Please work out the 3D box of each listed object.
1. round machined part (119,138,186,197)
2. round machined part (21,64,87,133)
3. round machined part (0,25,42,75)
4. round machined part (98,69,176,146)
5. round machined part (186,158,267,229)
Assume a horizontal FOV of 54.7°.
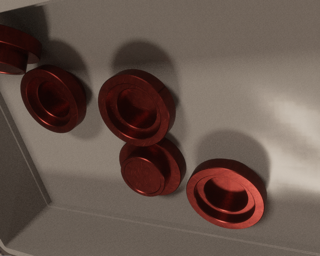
[{"bbox_3d":[-0.016,0.058,0.441,0.098,0.042,0.097,13,124,20],"label":"round machined part"},{"bbox_3d":[-0.146,-0.045,0.445,0.098,0.042,0.097,13,124,20],"label":"round machined part"},{"bbox_3d":[-0.209,-0.099,0.405,0.098,0.098,0.042,3,84,26],"label":"round machined part"},{"bbox_3d":[-0.025,-0.028,0.392,0.098,0.042,0.097,13,124,20],"label":"round machined part"},{"bbox_3d":[0.087,0.079,0.400,0.098,0.042,0.097,13,124,20],"label":"round machined part"}]
